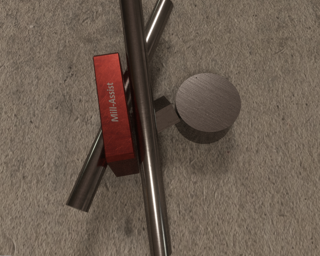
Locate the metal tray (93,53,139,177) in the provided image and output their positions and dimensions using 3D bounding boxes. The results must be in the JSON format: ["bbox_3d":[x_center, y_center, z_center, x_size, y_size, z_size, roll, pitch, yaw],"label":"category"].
[{"bbox_3d":[-0.052,-0.013,0.377,0.030,0.090,0.129,-10,70,-4],"label":"metal tray"}]

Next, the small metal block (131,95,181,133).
[{"bbox_3d":[-0.007,-0.014,0.393,0.050,0.050,0.025,-29,110,0],"label":"small metal block"}]

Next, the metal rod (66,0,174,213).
[{"bbox_3d":[-0.041,-0.045,0.385,0.025,0.025,0.300,18,68,6],"label":"metal rod"}]

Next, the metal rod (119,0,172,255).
[{"bbox_3d":[-0.016,-0.003,0.353,0.025,0.025,0.298,-7,92,-3],"label":"metal rod"}]

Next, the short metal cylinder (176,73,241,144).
[{"bbox_3d":[0.059,-0.024,0.405,0.081,0.050,0.080,0,70,-1],"label":"short metal cylinder"}]
